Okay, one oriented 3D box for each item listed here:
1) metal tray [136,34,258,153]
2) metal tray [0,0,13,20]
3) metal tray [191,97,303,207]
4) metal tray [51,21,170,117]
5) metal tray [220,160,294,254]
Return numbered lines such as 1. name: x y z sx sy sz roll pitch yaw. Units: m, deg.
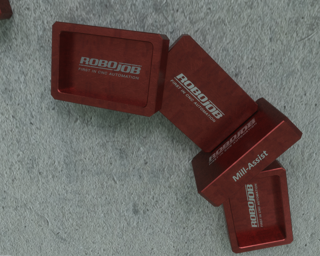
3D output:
1. metal tray: 0.046 -0.042 0.392 0.130 0.030 0.090 42 105 -14
2. metal tray: -0.247 -0.158 0.346 0.131 0.030 0.089 -10 110 3
3. metal tray: 0.099 0.027 0.385 0.030 0.090 0.130 42 105 -14
4. metal tray: -0.060 -0.069 0.358 0.131 0.030 0.089 11 107 13
5. metal tray: 0.138 0.115 0.450 0.090 0.030 0.129 -13 110 4
